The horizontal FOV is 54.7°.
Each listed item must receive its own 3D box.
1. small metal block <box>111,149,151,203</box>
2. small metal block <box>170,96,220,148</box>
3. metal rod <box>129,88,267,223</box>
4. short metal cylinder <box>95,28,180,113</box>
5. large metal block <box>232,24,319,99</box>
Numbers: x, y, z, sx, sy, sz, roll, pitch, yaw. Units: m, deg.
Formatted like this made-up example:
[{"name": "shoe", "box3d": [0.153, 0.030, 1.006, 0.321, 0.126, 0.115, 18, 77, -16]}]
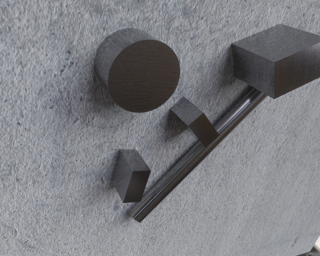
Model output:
[{"name": "small metal block", "box3d": [-0.040, 0.063, 0.409, 0.025, 0.050, 0.050, 4, 117, -31]}, {"name": "small metal block", "box3d": [0.046, -0.008, 0.413, 0.025, 0.050, 0.050, -42, 130, 0]}, {"name": "metal rod", "box3d": [0.068, 0.028, 0.462, 0.300, 0.025, 0.025, -45, 130, 3]}, {"name": "short metal cylinder", "box3d": [-0.025, -0.063, 0.339, 0.081, 0.050, 0.079, -14, 125, -21]}, {"name": "large metal block", "box3d": [0.152, -0.090, 0.401, 0.081, 0.080, 0.050, -25, 128, -14]}]
